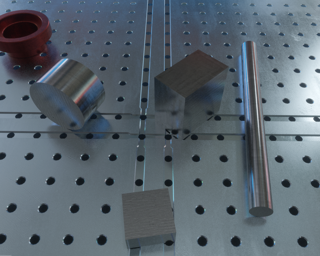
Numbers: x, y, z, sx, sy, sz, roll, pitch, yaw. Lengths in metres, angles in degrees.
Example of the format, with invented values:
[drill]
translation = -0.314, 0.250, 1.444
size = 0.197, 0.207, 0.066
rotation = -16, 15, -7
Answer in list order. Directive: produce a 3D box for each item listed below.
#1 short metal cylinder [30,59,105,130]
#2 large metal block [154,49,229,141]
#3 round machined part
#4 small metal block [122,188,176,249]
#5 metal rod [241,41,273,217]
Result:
[short metal cylinder]
translation = -0.120, -0.043, 0.407
size = 0.080, 0.080, 0.050
rotation = 19, 53, 15
[large metal block]
translation = 0.039, -0.043, 0.409
size = 0.080, 0.080, 0.050
rotation = -37, 60, -27
[round machined part]
translation = -0.233, -0.156, 0.525
size = 0.099, 0.042, 0.098
rotation = 0, 50, 0
[small metal block]
translation = -0.012, 0.095, 0.328
size = 0.050, 0.025, 0.050
rotation = -6, 50, -6
[metal rod]
translation = 0.129, -0.023, 0.428
size = 0.025, 0.025, 0.300
rotation = 6, 50, 5
